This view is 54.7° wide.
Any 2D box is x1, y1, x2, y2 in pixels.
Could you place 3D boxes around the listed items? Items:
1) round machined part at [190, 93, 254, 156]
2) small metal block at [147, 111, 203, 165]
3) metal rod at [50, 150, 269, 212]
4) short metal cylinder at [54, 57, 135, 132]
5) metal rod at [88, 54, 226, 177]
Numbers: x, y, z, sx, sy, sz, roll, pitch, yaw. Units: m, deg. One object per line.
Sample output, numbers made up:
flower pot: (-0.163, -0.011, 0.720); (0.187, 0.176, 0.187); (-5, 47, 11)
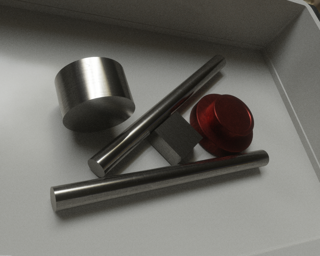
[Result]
round machined part: (0.097, -0.010, 0.451); (0.099, 0.042, 0.098); (14, 56, -21)
small metal block: (0.020, 0.014, 0.407); (0.050, 0.025, 0.050); (46, 51, 3)
metal rod: (0.024, 0.057, 0.383); (0.303, 0.025, 0.025); (-6, 65, -31)
short metal cylinder: (-0.074, -0.035, 0.352); (0.081, 0.080, 0.050); (-5, 65, -31)
metal rod: (0.016, -0.035, 0.435); (0.025, 0.025, 0.302); (45, 51, 3)
